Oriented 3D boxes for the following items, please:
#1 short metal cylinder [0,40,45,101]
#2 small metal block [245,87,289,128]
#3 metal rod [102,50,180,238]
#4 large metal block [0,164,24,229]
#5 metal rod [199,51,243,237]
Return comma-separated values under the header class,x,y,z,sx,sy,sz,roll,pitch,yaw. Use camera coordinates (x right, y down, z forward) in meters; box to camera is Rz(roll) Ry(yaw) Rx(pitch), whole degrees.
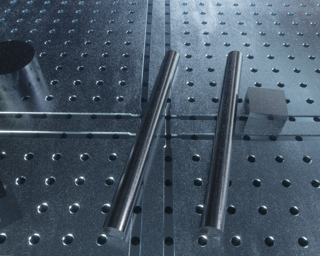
class,x,y,z,sx,sy,sz,roll,pitch,yaw
short metal cylinder,-0.220,-0.086,0.461,0.081,0.050,0.080,0,50,0
small metal block,0.148,-0.029,0.434,0.050,0.025,0.050,6,50,4
metal rod,-0.013,-0.005,0.411,0.025,0.025,0.300,10,51,8
large metal block,-0.205,0.074,0.327,0.081,0.050,0.080,-28,56,-22
metal rod,0.088,-0.005,0.412,0.025,0.025,0.300,11,51,8
